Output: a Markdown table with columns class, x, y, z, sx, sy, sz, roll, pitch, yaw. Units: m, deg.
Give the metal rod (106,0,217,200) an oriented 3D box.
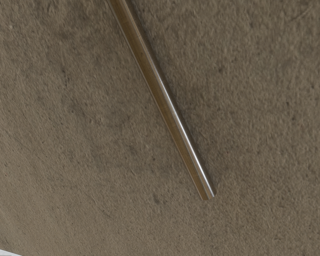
| class | x | y | z | sx | sy | sz | roll | pitch | yaw |
| --- | --- | --- | --- | --- | --- | --- | --- | --- | --- |
| metal rod | 0.005 | -0.036 | 0.380 | 0.025 | 0.025 | 0.299 | -13 | 112 | 33 |
